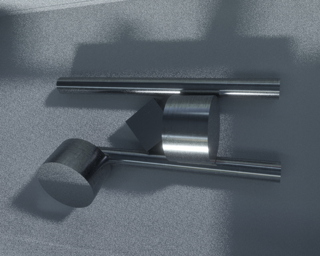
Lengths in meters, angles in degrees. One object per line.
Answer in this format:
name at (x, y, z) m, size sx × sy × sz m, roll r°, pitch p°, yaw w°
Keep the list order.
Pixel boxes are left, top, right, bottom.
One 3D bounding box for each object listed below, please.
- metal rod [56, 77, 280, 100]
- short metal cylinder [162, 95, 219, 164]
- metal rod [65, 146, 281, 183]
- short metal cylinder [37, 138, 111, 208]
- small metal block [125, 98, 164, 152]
metal rod at (-0.003, -0.054, 0.409) m, size 0.301 × 0.025 × 0.025 m, roll 4°, pitch 91°, yaw 19°
short metal cylinder at (0.039, 0.001, 0.365) m, size 0.050 × 0.080 × 0.079 m, roll 2°, pitch 91°, yaw 20°
metal rod at (-0.002, 0.043, 0.408) m, size 0.301 × 0.025 × 0.025 m, roll 3°, pitch 91°, yaw 19°
short metal cylinder at (-0.114, 0.061, 0.416) m, size 0.080 × 0.050 × 0.079 m, roll 10°, pitch 127°, yaw 14°
small metal block at (-0.009, -0.004, 0.411) m, size 0.050 × 0.025 × 0.050 m, roll -39°, pitch 78°, yaw 15°
